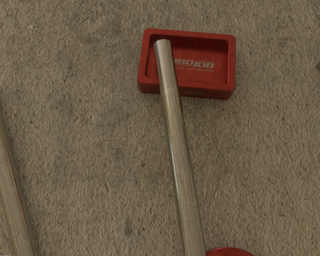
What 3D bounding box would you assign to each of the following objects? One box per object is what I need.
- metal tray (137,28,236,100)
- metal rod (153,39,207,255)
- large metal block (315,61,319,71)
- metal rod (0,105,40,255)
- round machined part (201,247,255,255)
[{"bbox_3d":[0.038,-0.091,0.439,0.131,0.030,0.090,5,70,1],"label":"metal tray"},{"bbox_3d":[0.022,0.025,0.361,0.025,0.025,0.299,-6,67,-3],"label":"metal rod"},{"bbox_3d":[0.271,-0.084,0.413,0.050,0.080,0.080,-28,73,-10],"label":"large metal block"},{"bbox_3d":[-0.185,0.069,0.380,0.025,0.025,0.299,-21,72,-8],"label":"metal rod"},{"bbox_3d":[0.073,0.180,0.334,0.099,0.042,0.098,0,70,-1],"label":"round machined part"}]
